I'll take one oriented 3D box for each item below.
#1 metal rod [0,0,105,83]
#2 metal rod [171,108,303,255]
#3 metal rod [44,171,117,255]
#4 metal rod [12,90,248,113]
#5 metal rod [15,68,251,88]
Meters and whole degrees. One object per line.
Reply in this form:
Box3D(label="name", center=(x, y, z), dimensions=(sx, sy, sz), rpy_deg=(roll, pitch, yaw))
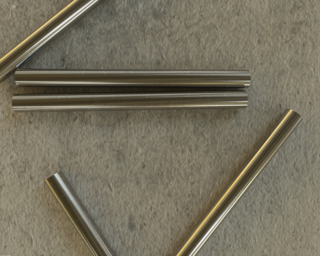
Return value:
Box3D(label="metal rod", center=(-0.101, -0.163, 0.408), dimensions=(0.300, 0.025, 0.025), rpy_deg=(-39, 91, -1))
Box3D(label="metal rod", center=(0.086, 0.099, 0.411), dimensions=(0.025, 0.025, 0.300), rpy_deg=(38, 90, -1))
Box3D(label="metal rod", center=(-0.060, 0.188, 0.409), dimensions=(0.025, 0.025, 0.299), rpy_deg=(-33, 90, 0))
Box3D(label="metal rod", center=(-0.038, -0.036, 0.409), dimensions=(0.302, 0.025, 0.025), rpy_deg=(-1, 90, -1))
Box3D(label="metal rod", center=(-0.034, -0.065, 0.409), dimensions=(0.302, 0.025, 0.025), rpy_deg=(0, 90, -1))
